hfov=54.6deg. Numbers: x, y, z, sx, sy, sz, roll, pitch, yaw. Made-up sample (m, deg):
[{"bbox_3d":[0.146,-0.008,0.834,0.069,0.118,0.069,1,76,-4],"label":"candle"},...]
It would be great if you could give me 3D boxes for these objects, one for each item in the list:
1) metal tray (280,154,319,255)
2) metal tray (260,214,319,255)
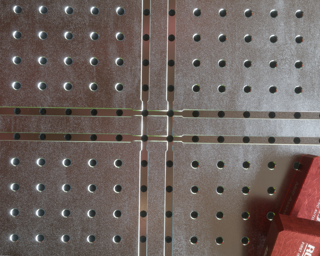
[{"bbox_3d":[0.216,0.111,0.412,0.090,0.030,0.130,22,90,0],"label":"metal tray"},{"bbox_3d":[0.173,0.175,0.384,0.090,0.030,0.129,10,112,5],"label":"metal tray"}]
